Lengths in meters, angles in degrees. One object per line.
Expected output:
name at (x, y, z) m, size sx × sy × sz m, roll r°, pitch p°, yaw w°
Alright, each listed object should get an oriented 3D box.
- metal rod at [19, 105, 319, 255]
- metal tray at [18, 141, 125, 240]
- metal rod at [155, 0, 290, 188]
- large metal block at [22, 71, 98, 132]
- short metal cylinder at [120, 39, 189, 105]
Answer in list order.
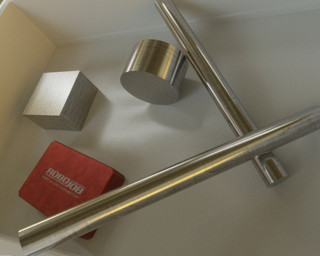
metal rod at (0.028, 0.041, 0.286) m, size 0.302 × 0.025 × 0.025 m, roll -21°, pitch 50°, yaw -14°
metal tray at (-0.121, 0.078, 0.416) m, size 0.130 × 0.030 × 0.090 m, roll 18°, pitch 71°, yaw 34°
metal rod at (0.062, -0.065, 0.381) m, size 0.025 × 0.025 × 0.299 m, roll -30°, pitch 62°, yaw 8°
large metal block at (-0.158, -0.043, 0.496) m, size 0.080 × 0.050 × 0.080 m, roll 3°, pitch 63°, yaw 29°
short metal cylinder at (-0.007, -0.073, 0.418) m, size 0.080 × 0.080 × 0.050 m, roll 5°, pitch 65°, yaw 30°
